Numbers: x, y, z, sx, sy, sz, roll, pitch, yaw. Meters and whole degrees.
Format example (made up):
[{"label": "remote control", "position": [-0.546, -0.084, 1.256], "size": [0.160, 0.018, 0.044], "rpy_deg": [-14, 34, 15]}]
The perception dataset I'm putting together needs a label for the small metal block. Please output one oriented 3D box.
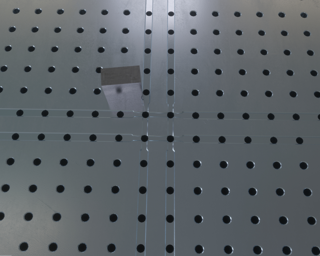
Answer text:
[{"label": "small metal block", "position": [-0.050, -0.059, 0.420], "size": [0.050, 0.050, 0.025], "rpy_deg": [-5, 70, -2]}]
